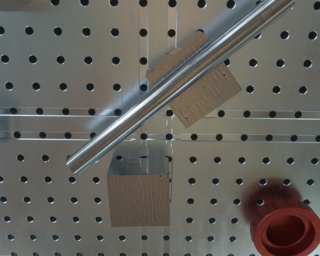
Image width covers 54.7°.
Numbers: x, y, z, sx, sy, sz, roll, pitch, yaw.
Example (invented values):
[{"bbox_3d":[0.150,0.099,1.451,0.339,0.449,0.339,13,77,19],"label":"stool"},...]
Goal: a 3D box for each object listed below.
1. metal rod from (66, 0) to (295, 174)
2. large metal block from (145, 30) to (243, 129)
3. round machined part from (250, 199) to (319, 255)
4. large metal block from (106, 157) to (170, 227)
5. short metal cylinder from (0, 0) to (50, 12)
[{"bbox_3d":[0.012,-0.043,0.344,0.300,0.025,0.025,-38,106,12],"label":"metal rod"},{"bbox_3d":[0.040,-0.060,0.378,0.080,0.050,0.080,-36,107,12],"label":"large metal block"},{"bbox_3d":[0.183,0.146,0.460,0.099,0.042,0.097,0,110,0],"label":"round machined part"},{"bbox_3d":[-0.027,0.089,0.432,0.080,0.050,0.079,-1,110,0],"label":"large metal block"},{"bbox_3d":[-0.161,-0.169,0.336,0.081,0.050,0.079,0,110,0],"label":"short metal cylinder"}]
